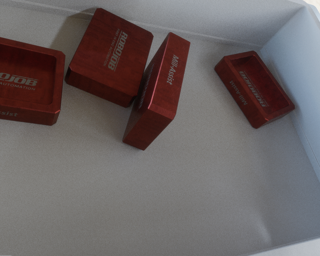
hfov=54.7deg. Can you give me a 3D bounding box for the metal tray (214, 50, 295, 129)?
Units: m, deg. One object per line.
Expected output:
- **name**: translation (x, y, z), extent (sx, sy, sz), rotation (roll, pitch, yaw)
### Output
- **metal tray**: translation (0.164, -0.070, 0.535), extent (0.091, 0.030, 0.130), rotation (-19, 72, -36)

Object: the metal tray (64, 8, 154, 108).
- **metal tray**: translation (-0.065, -0.100, 0.429), extent (0.091, 0.030, 0.130), rotation (22, 53, -15)

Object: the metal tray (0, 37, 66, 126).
- **metal tray**: translation (-0.177, -0.056, 0.341), extent (0.131, 0.030, 0.090), rotation (9, 58, -24)

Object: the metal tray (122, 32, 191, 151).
- **metal tray**: translation (-0.004, -0.047, 0.391), extent (0.030, 0.090, 0.130), rotation (24, 53, -14)
